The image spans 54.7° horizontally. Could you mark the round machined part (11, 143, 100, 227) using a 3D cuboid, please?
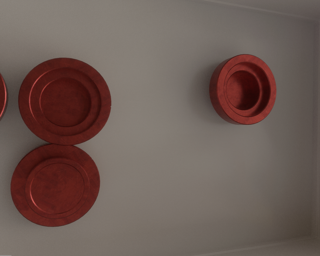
[{"bbox_3d":[-0.119,0.066,0.358,0.099,0.042,0.097,0,90,-21],"label":"round machined part"}]

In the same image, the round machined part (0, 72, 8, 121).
[{"bbox_3d":[-0.213,-0.034,0.323,0.099,0.042,0.097,0,90,-21],"label":"round machined part"}]

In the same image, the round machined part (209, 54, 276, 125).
[{"bbox_3d":[0.114,-0.053,0.445,0.099,0.042,0.097,0,90,-21],"label":"round machined part"}]

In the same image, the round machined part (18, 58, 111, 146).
[{"bbox_3d":[-0.110,-0.029,0.361,0.099,0.042,0.097,0,90,-21],"label":"round machined part"}]
